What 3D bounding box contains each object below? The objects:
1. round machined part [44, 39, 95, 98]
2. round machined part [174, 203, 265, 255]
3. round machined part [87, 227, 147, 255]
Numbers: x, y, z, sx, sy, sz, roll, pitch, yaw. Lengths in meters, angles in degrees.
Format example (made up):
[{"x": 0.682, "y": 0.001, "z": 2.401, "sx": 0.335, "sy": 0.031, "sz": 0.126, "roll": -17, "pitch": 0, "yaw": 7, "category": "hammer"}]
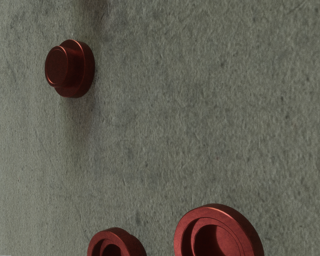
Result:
[{"x": -0.157, "y": -0.100, "z": 0.520, "sx": 0.098, "sy": 0.042, "sz": 0.097, "roll": 0, "pitch": 90, "yaw": 39, "category": "round machined part"}, {"x": 0.066, "y": 0.131, "z": 0.338, "sx": 0.098, "sy": 0.042, "sz": 0.097, "roll": 0, "pitch": 90, "yaw": 39, "category": "round machined part"}, {"x": -0.056, "y": 0.189, "z": 0.438, "sx": 0.098, "sy": 0.042, "sz": 0.097, "roll": 0, "pitch": 90, "yaw": 39, "category": "round machined part"}]
